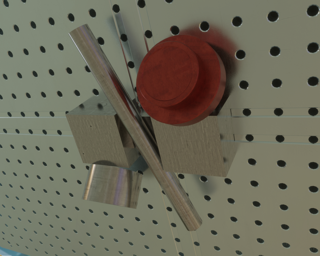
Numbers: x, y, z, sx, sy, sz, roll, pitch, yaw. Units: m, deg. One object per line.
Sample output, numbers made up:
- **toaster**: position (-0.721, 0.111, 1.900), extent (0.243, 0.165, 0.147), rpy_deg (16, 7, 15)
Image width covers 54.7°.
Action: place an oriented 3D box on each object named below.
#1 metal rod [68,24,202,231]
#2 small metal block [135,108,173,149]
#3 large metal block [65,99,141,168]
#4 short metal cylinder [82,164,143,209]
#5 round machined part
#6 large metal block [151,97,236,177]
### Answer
- **metal rod**: position (-0.023, 0.011, 0.397), extent (0.025, 0.025, 0.299), rpy_deg (-19, 109, 35)
- **small metal block**: position (-0.010, 0.001, 0.418), extent (0.050, 0.025, 0.050), rpy_deg (1, 119, 28)
- **large metal block**: position (-0.074, 0.006, 0.439), extent (0.080, 0.050, 0.080), rpy_deg (2, 120, 27)
- **short metal cylinder**: position (-0.070, 0.087, 0.458), extent (0.080, 0.050, 0.080), rpy_deg (9, 164, 3)
- **round machined part**: position (0.016, -0.052, 0.328), extent (0.098, 0.042, 0.097), rpy_deg (-4, 82, 27)
- **large metal block**: position (0.043, 0.010, 0.379), extent (0.080, 0.050, 0.080), rpy_deg (1, 119, 27)
